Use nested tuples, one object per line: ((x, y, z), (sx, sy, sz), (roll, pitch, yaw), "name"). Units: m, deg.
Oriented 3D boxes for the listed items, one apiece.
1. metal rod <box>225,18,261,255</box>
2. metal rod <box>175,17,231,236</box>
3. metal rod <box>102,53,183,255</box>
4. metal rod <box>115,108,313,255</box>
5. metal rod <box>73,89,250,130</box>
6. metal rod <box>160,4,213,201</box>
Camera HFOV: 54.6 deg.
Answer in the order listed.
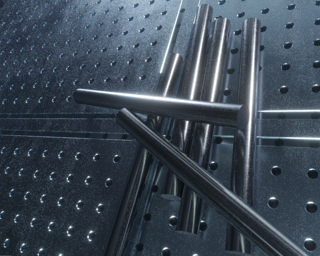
((0.101, -0.012, 0.362), (0.025, 0.025, 0.300), (-3, 60, 27), "metal rod")
((0.060, -0.021, 0.390), (0.025, 0.025, 0.300), (-1, 61, 28), "metal rod")
((-0.017, 0.028, 0.401), (0.025, 0.025, 0.300), (3, 63, 29), "metal rod")
((0.044, 0.057, 0.317), (0.025, 0.025, 0.300), (-48, 51, -5), "metal rod")
((-0.025, -0.032, 0.410), (0.300, 0.025, 0.025), (11, 67, 43), "metal rod")
((0.042, -0.052, 0.419), (0.025, 0.025, 0.300), (-2, 61, 27), "metal rod")
